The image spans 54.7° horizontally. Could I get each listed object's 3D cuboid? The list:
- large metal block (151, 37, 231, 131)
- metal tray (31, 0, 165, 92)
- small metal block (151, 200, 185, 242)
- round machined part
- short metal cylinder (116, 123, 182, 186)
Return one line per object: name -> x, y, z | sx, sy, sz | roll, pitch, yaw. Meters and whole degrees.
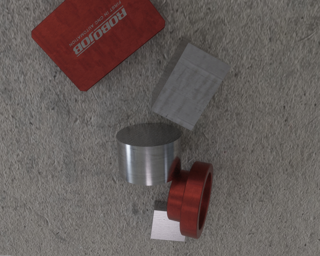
large metal block -> 0.031, -0.055, 0.361 | 0.050, 0.080, 0.080 | 27, 108, -10
metal tray -> -0.070, -0.117, 0.364 | 0.130, 0.030, 0.090 | -37, 106, 12
small metal block -> 0.014, 0.138, 0.461 | 0.050, 0.025, 0.050 | 6, 110, -3
round machined part -> 0.039, 0.091, 0.408 | 0.042, 0.098, 0.097 | 9, 111, 17
short metal cylinder -> -0.013, 0.030, 0.392 | 0.080, 0.080, 0.050 | -1, 110, 0
